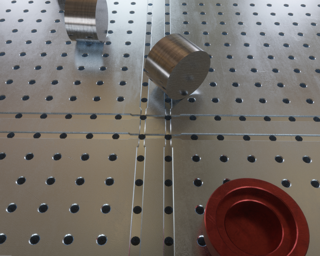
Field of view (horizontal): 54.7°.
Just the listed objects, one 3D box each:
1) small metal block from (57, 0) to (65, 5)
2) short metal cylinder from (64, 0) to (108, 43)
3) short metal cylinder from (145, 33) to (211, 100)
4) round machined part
[{"bbox_3d":[-0.206,-0.289,0.632,0.025,0.050,0.050,-20,53,-16],"label":"small metal block"},{"bbox_3d":[-0.123,-0.188,0.528,0.050,0.080,0.080,5,50,4],"label":"short metal cylinder"},{"bbox_3d":[0.026,-0.088,0.446,0.081,0.080,0.050,-30,57,-23],"label":"short metal cylinder"},{"bbox_3d":[0.092,0.103,0.311,0.099,0.042,0.098,1,50,0],"label":"round machined part"}]
